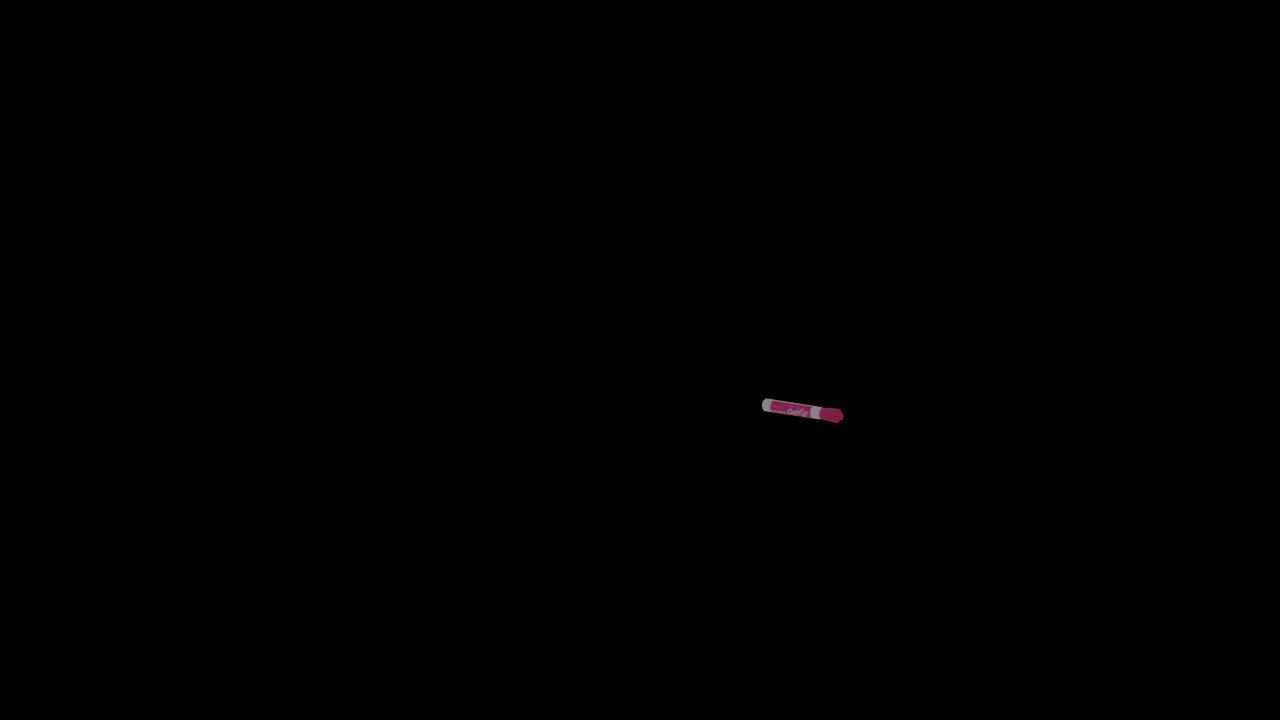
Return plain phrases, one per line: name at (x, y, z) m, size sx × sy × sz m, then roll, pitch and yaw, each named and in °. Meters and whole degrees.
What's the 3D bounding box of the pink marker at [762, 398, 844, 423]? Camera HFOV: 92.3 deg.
pink marker at (0.219, 0.068, 0.832) m, size 0.020 × 0.020 × 0.121 m, roll 0°, pitch 4°, yaw -41°
